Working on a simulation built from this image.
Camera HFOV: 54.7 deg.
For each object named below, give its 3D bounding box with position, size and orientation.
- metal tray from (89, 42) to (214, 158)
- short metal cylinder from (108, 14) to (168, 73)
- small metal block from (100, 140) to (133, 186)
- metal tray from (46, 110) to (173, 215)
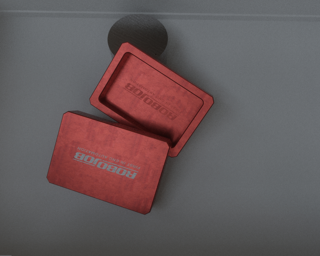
[{"bbox_3d":[-0.010,-0.035,0.388,0.130,0.030,0.090,33,103,2],"label":"metal tray"},{"bbox_3d":[-0.030,-0.112,0.437,0.081,0.050,0.080,0,70,0],"label":"short metal cylinder"},{"bbox_3d":[-0.052,0.039,0.395,0.050,0.025,0.050,38,74,12],"label":"small metal block"},{"bbox_3d":[-0.060,0.039,0.373,0.131,0.030,0.089,17,96,6],"label":"metal tray"}]
